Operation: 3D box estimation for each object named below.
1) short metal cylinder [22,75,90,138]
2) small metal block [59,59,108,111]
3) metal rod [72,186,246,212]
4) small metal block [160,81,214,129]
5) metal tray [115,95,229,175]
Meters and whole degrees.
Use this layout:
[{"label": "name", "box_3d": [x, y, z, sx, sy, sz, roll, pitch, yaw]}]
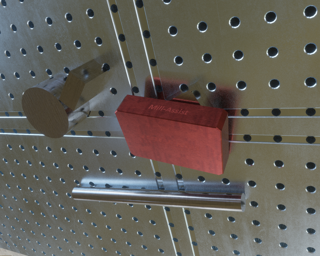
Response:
[{"label": "short metal cylinder", "box_3d": [-0.151, -0.032, 0.453, 0.080, 0.050, 0.079, 13, 124, 20]}, {"label": "small metal block", "box_3d": [-0.101, -0.057, 0.411, 0.025, 0.050, 0.050, 38, 129, 2]}, {"label": "metal rod", "box_3d": [-0.019, 0.108, 0.486, 0.300, 0.025, 0.025, -4, 117, 29]}, {"label": "small metal block", "box_3d": [0.035, -0.021, 0.379, 0.050, 0.025, 0.050, -25, 105, 36]}, {"label": "metal tray", "box_3d": [0.017, 0.009, 0.386, 0.130, 0.030, 0.090, 10, 141, 22]}]
